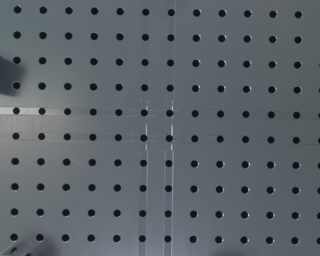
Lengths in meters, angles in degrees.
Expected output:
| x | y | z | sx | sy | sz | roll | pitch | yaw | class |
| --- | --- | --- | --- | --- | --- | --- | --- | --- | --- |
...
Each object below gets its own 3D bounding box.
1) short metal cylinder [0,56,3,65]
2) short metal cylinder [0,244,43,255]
| x | y | z | sx | sy | sz | roll | pitch | yaw | class |
| --- | --- | --- | --- | --- | --- | --- | --- | --- | --- |
| -0.247 | -0.081 | 0.384 | 0.080 | 0.080 | 0.050 | 20 | 90 | 0 | short metal cylinder |
| -0.192 | 0.199 | 0.399 | 0.081 | 0.050 | 0.079 | 0 | 90 | 0 | short metal cylinder |
